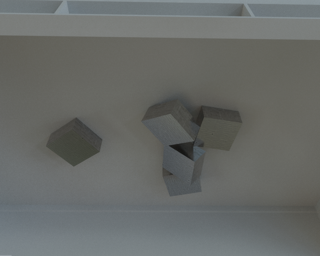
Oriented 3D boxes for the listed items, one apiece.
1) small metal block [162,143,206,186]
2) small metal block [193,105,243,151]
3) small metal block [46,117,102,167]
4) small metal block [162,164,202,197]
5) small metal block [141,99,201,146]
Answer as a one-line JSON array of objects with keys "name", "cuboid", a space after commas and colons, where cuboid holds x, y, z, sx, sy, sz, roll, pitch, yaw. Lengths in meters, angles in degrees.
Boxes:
[{"name": "small metal block", "cuboid": [0.032, 0.044, 0.428, 0.050, 0.025, 0.050, 31, 139, 27]}, {"name": "small metal block", "cuboid": [0.074, 0.001, 0.410, 0.050, 0.025, 0.050, 8, 129, -8]}, {"name": "small metal block", "cuboid": [-0.117, 0.020, 0.425, 0.050, 0.025, 0.050, -29, 125, 22]}, {"name": "small metal block", "cuboid": [0.034, 0.076, 0.474, 0.050, 0.025, 0.050, -11, 130, 9]}, {"name": "small metal block", "cuboid": [0.014, -0.005, 0.390, 0.050, 0.025, 0.050, -13, 130, 43]}]
